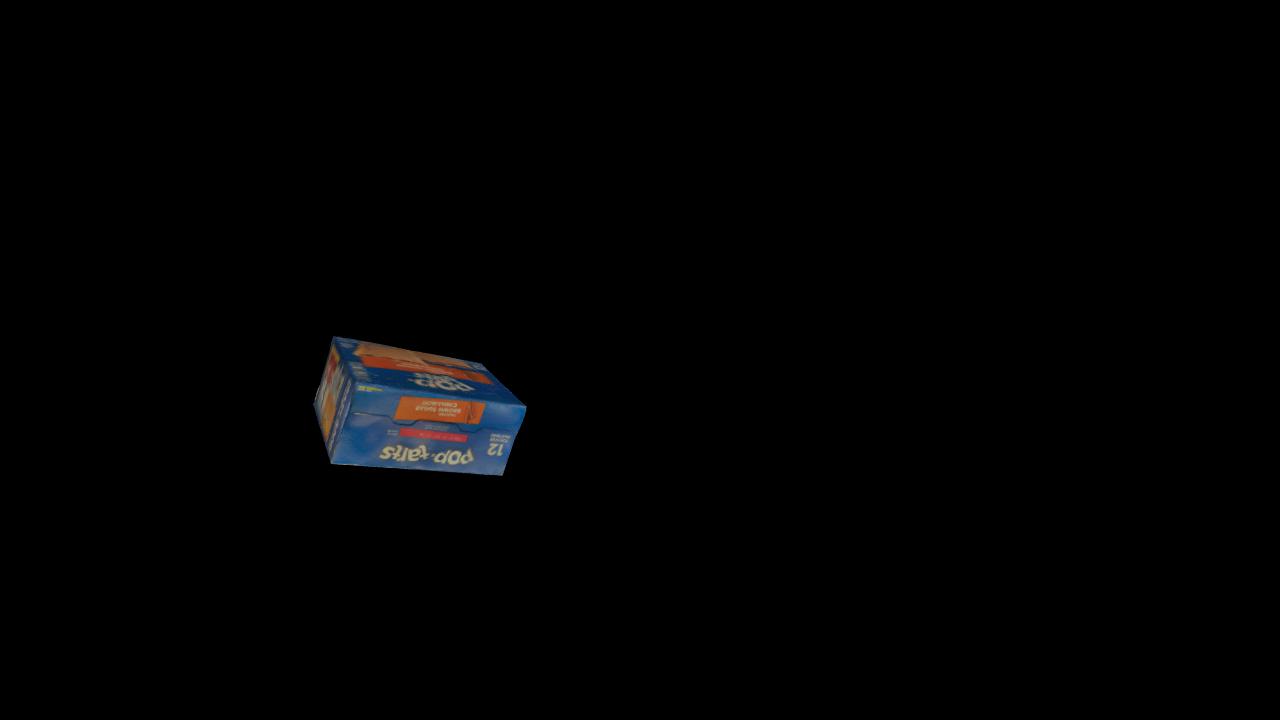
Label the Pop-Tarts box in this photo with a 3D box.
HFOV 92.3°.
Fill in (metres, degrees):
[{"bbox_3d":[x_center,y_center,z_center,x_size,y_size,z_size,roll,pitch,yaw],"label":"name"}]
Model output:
[{"bbox_3d":[-0.228,0.047,0.631,0.167,0.083,0.141,12,12,-36],"label":"Pop-Tarts box"}]
